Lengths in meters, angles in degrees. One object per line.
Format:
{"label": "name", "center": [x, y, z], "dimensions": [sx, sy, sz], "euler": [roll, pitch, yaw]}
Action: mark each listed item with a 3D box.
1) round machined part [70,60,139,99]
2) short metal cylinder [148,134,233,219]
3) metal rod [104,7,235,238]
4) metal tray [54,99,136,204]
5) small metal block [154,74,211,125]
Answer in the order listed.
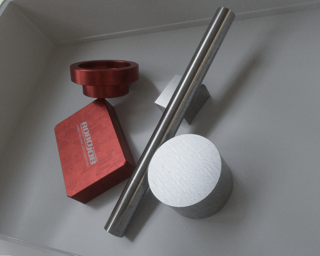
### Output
{"label": "round machined part", "center": [-0.080, -0.072, 0.458], "dimensions": [0.099, 0.042, 0.098], "euler": [0, 21, 0]}
{"label": "short metal cylinder", "center": [0.034, 0.053, 0.338], "dimensions": [0.080, 0.050, 0.080], "euler": [-13, 56, 20]}
{"label": "metal rod", "center": [0.015, -0.012, 0.374], "dimensions": [0.025, 0.025, 0.299], "euler": [23, 83, 36]}
{"label": "metal tray", "center": [-0.094, 0.027, 0.433], "dimensions": [0.090, 0.030, 0.130], "euler": [-32, 52, 7]}
{"label": "small metal block", "center": [0.030, -0.038, 0.412], "dimensions": [0.050, 0.025, 0.050], "euler": [28, 77, 37]}
